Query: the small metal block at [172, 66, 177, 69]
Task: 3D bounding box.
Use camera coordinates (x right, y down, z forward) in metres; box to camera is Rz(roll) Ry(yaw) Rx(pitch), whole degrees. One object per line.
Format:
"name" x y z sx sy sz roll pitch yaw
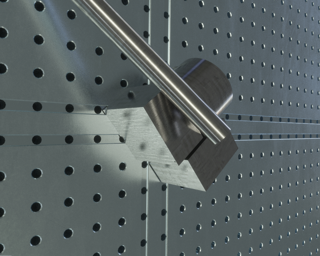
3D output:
"small metal block" 0.017 -0.049 0.426 0.050 0.025 0.050 -49 120 -29

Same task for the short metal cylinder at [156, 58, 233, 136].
"short metal cylinder" 0.040 -0.037 0.375 0.050 0.080 0.080 -44 117 -31

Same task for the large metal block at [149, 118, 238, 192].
"large metal block" 0.041 0.031 0.408 0.080 0.080 0.050 -45 118 -31

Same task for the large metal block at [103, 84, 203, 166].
"large metal block" -0.009 -0.005 0.369 0.050 0.080 0.080 -45 118 -31

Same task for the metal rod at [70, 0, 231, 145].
"metal rod" -0.041 -0.096 0.308 0.300 0.025 0.025 45 61 -7
